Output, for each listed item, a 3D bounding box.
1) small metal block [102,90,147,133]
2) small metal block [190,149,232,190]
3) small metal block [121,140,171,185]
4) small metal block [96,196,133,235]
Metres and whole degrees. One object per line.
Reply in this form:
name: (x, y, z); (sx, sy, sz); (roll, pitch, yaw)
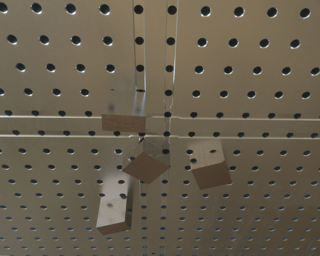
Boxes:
small metal block: (-0.042, -0.021, 0.377); (0.050, 0.050, 0.025); (3, 130, -3)
small metal block: (0.077, 0.064, 0.467); (0.050, 0.025, 0.050); (-16, 129, 12)
small metal block: (-0.020, 0.051, 0.455); (0.050, 0.025, 0.050); (32, 123, -25)
small metal block: (-0.075, 0.147, 0.519); (0.050, 0.050, 0.025); (-15, 129, 12)
